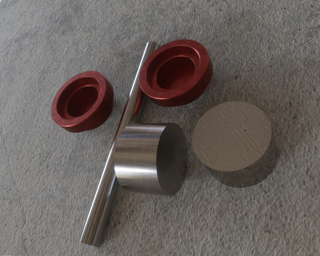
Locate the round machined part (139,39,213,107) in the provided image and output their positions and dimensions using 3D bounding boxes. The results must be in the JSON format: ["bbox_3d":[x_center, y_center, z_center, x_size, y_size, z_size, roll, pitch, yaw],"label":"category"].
[{"bbox_3d":[0.025,-0.069,0.422,0.098,0.042,0.098,-13,56,20],"label":"round machined part"}]

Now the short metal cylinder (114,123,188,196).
[{"bbox_3d":[-0.007,0.034,0.350,0.050,0.080,0.080,-1,62,28],"label":"short metal cylinder"}]

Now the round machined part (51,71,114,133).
[{"bbox_3d":[-0.112,-0.035,0.472,0.098,0.042,0.098,-13,56,20],"label":"round machined part"}]

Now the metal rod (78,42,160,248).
[{"bbox_3d":[-0.046,0.005,0.423,0.025,0.025,0.300,2,62,28],"label":"metal rod"}]

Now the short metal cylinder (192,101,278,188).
[{"bbox_3d":[0.081,0.018,0.334,0.080,0.050,0.080,-13,56,20],"label":"short metal cylinder"}]
